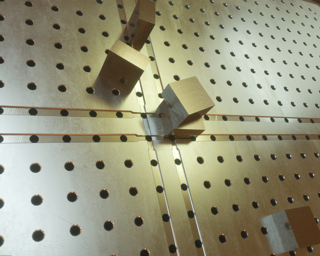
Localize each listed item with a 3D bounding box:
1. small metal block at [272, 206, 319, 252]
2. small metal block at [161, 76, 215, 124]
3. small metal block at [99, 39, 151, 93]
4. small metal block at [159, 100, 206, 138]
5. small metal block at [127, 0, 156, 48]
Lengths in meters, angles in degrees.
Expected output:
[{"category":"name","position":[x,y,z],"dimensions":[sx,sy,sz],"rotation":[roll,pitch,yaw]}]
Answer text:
[{"category":"small metal block","position":[0.189,0.138,0.425],"dimensions":[0.050,0.025,0.050],"rotation":[1,61,-28]},{"category":"small metal block","position":[0.038,-0.038,0.419],"dimensions":[0.050,0.025,0.050],"rotation":[-21,72,-36]},{"category":"small metal block","position":[-0.048,-0.082,0.416],"dimensions":[0.050,0.050,0.025],"rotation":[29,52,-10]},{"category":"small metal block","position":[0.030,-0.014,0.433],"dimensions":[0.050,0.025,0.050],"rotation":[2,61,-27]},{"category":"small metal block","position":[-0.029,-0.162,0.475],"dimensions":[0.025,0.050,0.050],"rotation":[13,56,-21]}]
